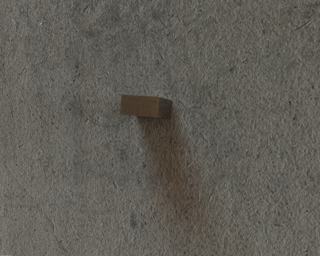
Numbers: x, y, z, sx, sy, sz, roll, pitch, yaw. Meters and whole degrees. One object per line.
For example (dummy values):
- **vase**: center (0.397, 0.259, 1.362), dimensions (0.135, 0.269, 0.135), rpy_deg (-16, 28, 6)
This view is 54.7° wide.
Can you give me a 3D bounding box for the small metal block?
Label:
- **small metal block**: center (-0.017, -0.027, 0.401), dimensions (0.050, 0.050, 0.025), rpy_deg (6, 92, 19)
